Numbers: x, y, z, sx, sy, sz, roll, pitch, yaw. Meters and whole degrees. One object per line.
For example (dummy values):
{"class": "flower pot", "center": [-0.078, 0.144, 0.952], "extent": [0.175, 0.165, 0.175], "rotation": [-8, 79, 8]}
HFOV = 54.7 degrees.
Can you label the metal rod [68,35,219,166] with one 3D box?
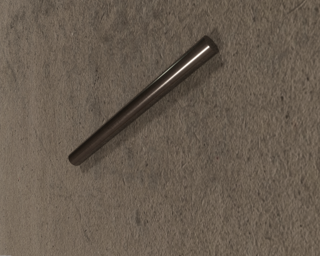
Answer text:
{"class": "metal rod", "center": [-0.042, -0.022, 0.436], "extent": [0.299, 0.025, 0.025], "rotation": [-36, 68, 33]}
